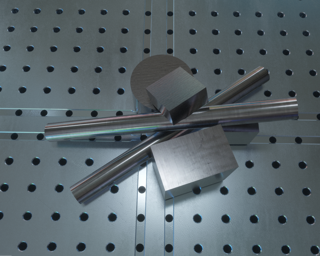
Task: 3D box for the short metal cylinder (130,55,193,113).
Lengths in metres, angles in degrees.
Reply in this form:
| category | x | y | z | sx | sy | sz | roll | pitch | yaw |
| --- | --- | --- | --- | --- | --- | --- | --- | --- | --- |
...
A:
| category | x | y | z | sx | sy | sz | roll | pitch | yaw |
| --- | --- | --- | --- | --- | --- | --- | --- | --- | --- |
| short metal cylinder | 0.003 | -0.050 | 0.413 | 0.081 | 0.050 | 0.080 | 0 | 69 | 0 |

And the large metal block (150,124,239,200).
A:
| category | x | y | z | sx | sy | sz | roll | pitch | yaw |
| --- | --- | --- | --- | --- | --- | --- | --- | --- | --- |
| large metal block | 0.036 | 0.043 | 0.362 | 0.081 | 0.080 | 0.050 | -17 | 71 | -6 |

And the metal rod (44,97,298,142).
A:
| category | x | y | z | sx | sy | sz | roll | pitch | yaw |
| --- | --- | --- | --- | --- | --- | --- | --- | --- | --- |
| metal rod | 0.003 | -0.008 | 0.373 | 0.301 | 0.025 | 0.025 | -5 | 70 | 12 |

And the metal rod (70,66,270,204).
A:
| category | x | y | z | sx | sy | sz | roll | pitch | yaw |
| --- | --- | --- | --- | --- | --- | --- | --- | --- | --- |
| metal rod | 0.021 | 0.003 | 0.408 | 0.301 | 0.025 | 0.025 | -33 | 73 | -11 |

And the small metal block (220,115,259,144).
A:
| category | x | y | z | sx | sy | sz | roll | pitch | yaw |
| --- | --- | --- | --- | --- | --- | --- | --- | --- | --- |
| small metal block | 0.093 | 0.002 | 0.395 | 0.050 | 0.050 | 0.025 | 0 | 70 | 1 |

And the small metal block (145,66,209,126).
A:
| category | x | y | z | sx | sy | sz | roll | pitch | yaw |
| --- | --- | --- | --- | --- | --- | --- | --- | --- | --- |
| small metal block | 0.020 | -0.038 | 0.360 | 0.050 | 0.025 | 0.050 | -34 | 51 | -11 |
